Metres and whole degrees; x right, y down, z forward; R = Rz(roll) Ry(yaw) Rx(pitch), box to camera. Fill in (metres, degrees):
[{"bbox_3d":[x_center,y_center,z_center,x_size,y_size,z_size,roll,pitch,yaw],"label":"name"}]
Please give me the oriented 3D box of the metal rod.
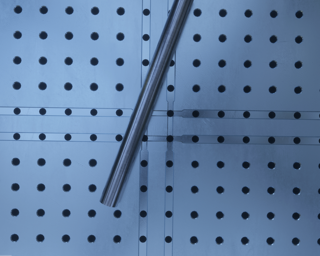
[{"bbox_3d":[-0.017,-0.040,0.413,0.025,0.025,0.299,20,90,0],"label":"metal rod"}]
